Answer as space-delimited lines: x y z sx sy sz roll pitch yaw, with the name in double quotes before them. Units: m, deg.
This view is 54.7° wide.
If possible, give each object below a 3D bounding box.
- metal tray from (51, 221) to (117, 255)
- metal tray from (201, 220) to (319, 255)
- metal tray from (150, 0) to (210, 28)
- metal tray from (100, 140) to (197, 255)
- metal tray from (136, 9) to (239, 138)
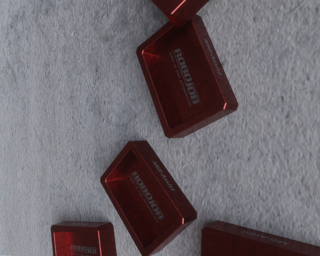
"metal tray" -0.125 0.201 0.501 0.130 0.030 0.089 -13 82 39
"metal tray" 0.104 0.156 0.315 0.130 0.030 0.089 3 92 39
"metal tray" 0.038 -0.188 0.345 0.130 0.030 0.090 -42 63 12
"metal tray" -0.021 0.092 0.416 0.090 0.030 0.130 -51 61 27
"metal tray" 0.028 -0.063 0.376 0.090 0.030 0.129 -30 72 35
